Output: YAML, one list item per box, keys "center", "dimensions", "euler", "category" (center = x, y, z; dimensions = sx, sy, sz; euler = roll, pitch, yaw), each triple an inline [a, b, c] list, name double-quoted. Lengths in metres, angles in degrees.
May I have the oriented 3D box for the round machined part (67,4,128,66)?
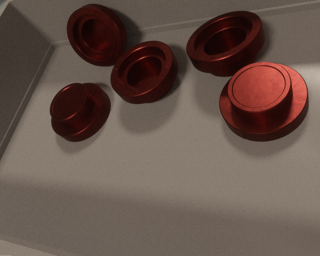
- center: [-0.099, -0.155, 0.510]
  dimensions: [0.098, 0.098, 0.042]
  euler: [-4, 35, 25]
  category: "round machined part"

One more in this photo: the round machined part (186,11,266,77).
- center: [0.088, -0.105, 0.405]
  dimensions: [0.098, 0.042, 0.098]
  euler: [-18, 44, 19]
  category: "round machined part"

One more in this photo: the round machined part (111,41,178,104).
- center: [-0.019, -0.075, 0.449]
  dimensions: [0.098, 0.042, 0.098]
  euler: [-13, 56, 20]
  category: "round machined part"

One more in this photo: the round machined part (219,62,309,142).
- center: [0.116, -0.037, 0.356]
  dimensions: [0.098, 0.042, 0.098]
  euler: [-13, 56, 20]
  category: "round machined part"

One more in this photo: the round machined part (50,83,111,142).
- center: [-0.129, -0.031, 0.480]
  dimensions: [0.098, 0.042, 0.098]
  euler: [-13, 56, 20]
  category: "round machined part"
